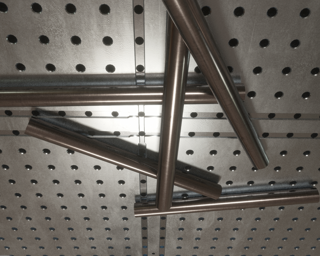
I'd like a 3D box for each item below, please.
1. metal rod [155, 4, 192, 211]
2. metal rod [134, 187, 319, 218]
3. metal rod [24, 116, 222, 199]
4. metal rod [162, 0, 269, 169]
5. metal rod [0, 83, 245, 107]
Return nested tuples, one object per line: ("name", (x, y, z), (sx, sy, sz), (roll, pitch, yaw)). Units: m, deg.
("metal rod", (0.013, 0.004, 0.380), (0.025, 0.025, 0.298), (2, 130, -2))
("metal rod", (0.107, 0.125, 0.520), (0.302, 0.025, 0.025), (-6, 130, 4))
("metal rod", (-0.040, 0.050, 0.453), (0.302, 0.025, 0.025), (22, 127, -18))
("metal rod", (0.080, -0.029, 0.350), (0.025, 0.025, 0.300), (-22, 139, 17))
("metal rod", (-0.050, -0.040, 0.376), (0.302, 0.025, 0.025), (-1, 130, 0))
